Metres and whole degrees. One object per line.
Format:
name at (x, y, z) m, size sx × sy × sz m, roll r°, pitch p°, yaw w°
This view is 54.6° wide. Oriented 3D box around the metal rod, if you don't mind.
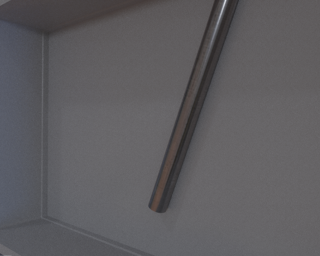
metal rod at (0.040, -0.033, 0.374) m, size 0.025 × 0.025 × 0.298 m, roll 28°, pitch 107°, yaw 36°
